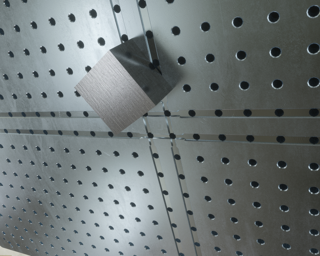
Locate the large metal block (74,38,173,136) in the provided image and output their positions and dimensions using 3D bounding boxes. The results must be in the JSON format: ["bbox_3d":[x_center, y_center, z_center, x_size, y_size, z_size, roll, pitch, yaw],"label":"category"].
[{"bbox_3d":[-0.046,-0.050,0.389,0.080,0.050,0.080,-34,99,38],"label":"large metal block"}]
